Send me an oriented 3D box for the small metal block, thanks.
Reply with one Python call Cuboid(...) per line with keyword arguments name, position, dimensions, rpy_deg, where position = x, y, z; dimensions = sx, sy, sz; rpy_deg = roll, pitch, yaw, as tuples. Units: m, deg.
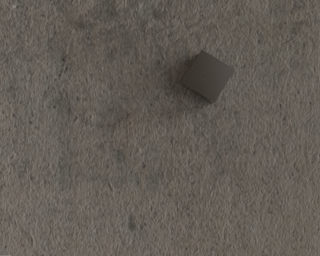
Cuboid(name="small metal block", position=(0.062, -0.067, 0.411), dimensions=(0.050, 0.025, 0.050), rpy_deg=(31, 90, -1))
